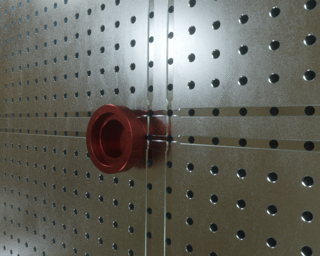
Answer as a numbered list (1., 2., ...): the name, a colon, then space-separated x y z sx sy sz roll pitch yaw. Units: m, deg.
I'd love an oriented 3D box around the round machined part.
1. round machined part: -0.060 0.016 0.449 0.098 0.042 0.097 0 90 40
